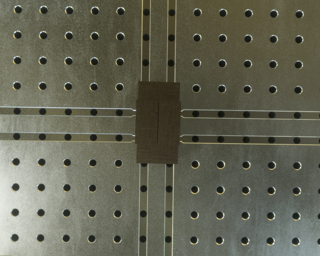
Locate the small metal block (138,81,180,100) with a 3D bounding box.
[{"bbox_3d":[-0.001,-0.044,0.400,0.050,0.050,0.025,2,90,0],"label":"small metal block"}]

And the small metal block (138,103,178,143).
[{"bbox_3d":[-0.003,-0.007,0.413,0.050,0.025,0.050,2,90,1],"label":"small metal block"}]

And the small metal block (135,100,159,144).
[{"bbox_3d":[-0.015,-0.007,0.375,0.025,0.050,0.050,2,90,0],"label":"small metal block"}]

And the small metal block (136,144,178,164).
[{"bbox_3d":[-0.003,0.031,0.400,0.050,0.050,0.025,2,90,0],"label":"small metal block"}]

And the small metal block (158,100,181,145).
[{"bbox_3d":[0.011,-0.006,0.376,0.025,0.050,0.050,2,90,1],"label":"small metal block"}]
